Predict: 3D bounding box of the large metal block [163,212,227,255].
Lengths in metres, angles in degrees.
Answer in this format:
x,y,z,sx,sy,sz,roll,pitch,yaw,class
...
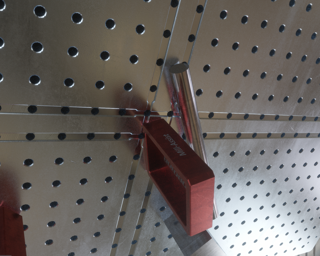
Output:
x,y,z,sx,sy,sz,roll,pitch,yaw,class
0.060,0.189,0.526,0.050,0.080,0.080,-38,129,-3,large metal block

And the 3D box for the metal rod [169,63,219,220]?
x,y,z,sx,sy,sz,roll,pitch,yaw,class
0.058,0.041,0.468,0.025,0.025,0.299,-26,128,-12,metal rod

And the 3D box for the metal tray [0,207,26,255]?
x,y,z,sx,sy,sz,roll,pitch,yaw,class
-0.215,0.165,0.353,0.130,0.090,0.030,-41,129,-1,metal tray

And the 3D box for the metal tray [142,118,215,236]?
x,y,z,sx,sy,sz,roll,pitch,yaw,class
0.019,0.057,0.389,0.030,0.130,0.089,-17,125,-19,metal tray
